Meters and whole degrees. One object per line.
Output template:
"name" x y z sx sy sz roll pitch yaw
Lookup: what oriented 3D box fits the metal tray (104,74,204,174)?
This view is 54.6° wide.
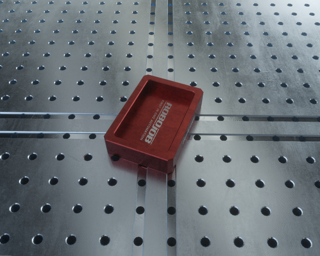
"metal tray" -0.004 -0.011 0.414 0.090 0.030 0.130 17 52 13
